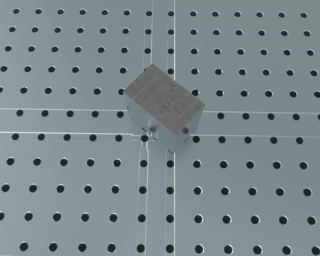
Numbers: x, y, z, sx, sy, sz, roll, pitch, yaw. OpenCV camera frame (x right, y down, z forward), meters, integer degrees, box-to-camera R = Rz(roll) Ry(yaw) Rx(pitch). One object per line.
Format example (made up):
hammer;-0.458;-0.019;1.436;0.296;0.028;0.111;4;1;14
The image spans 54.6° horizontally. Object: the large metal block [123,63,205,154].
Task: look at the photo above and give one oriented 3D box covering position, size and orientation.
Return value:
large metal block;0.004;-0.021;0.390;0.080;0.080;0.050;40;75;13
